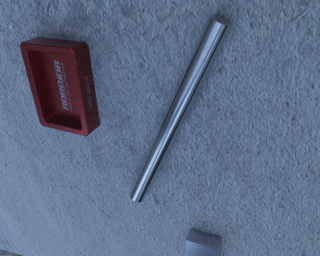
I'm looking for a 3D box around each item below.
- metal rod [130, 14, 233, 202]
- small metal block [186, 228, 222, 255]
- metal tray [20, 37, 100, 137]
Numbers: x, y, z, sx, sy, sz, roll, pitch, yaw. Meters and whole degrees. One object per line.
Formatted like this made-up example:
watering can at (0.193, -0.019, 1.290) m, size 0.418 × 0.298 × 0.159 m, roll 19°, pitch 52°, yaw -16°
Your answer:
metal rod at (0.013, 0.000, 0.398) m, size 0.025 × 0.025 × 0.298 m, roll 30°, pitch 128°, yaw 8°
small metal block at (0.069, 0.191, 0.488) m, size 0.050 × 0.025 × 0.050 m, roll 10°, pitch 123°, yaw 22°
metal tray at (-0.139, -0.057, 0.438) m, size 0.090 × 0.030 × 0.129 m, roll 12°, pitch 123°, yaw 21°
